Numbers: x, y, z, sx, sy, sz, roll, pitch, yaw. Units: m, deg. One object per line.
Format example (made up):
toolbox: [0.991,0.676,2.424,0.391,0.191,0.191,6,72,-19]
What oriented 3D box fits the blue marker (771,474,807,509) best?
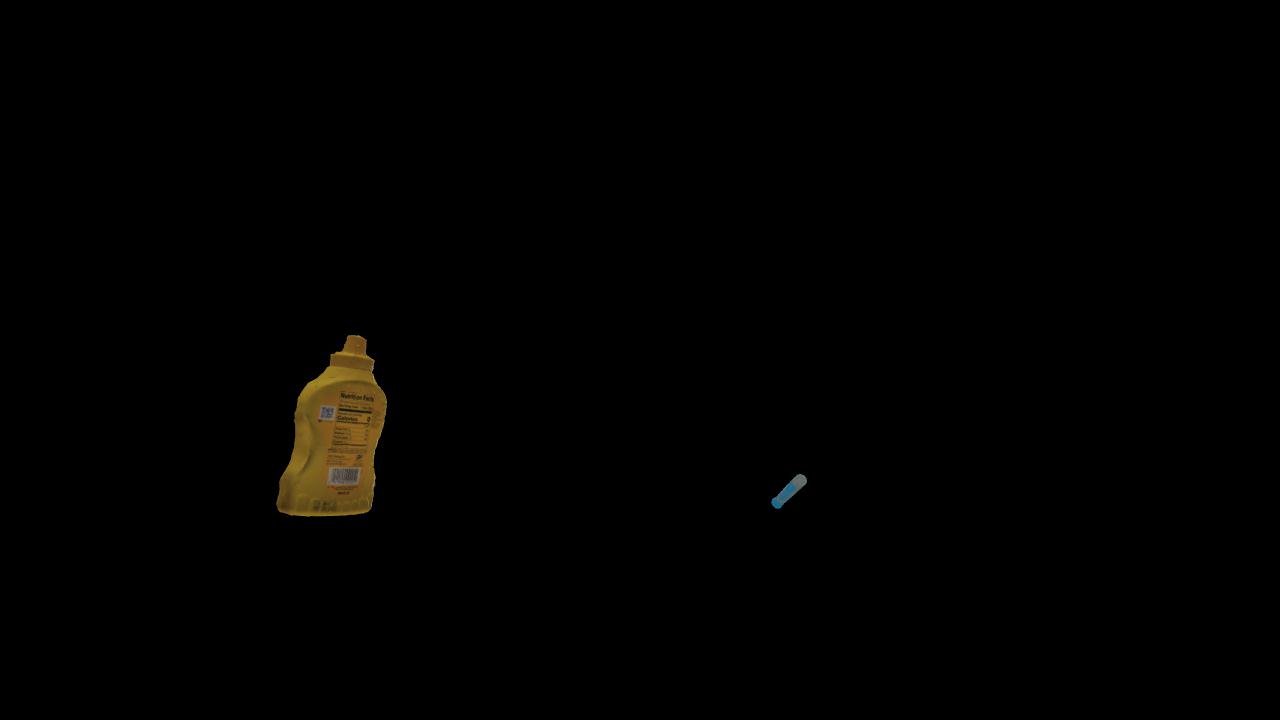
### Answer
blue marker: [0.239,0.215,0.994,0.020,0.020,0.121,0,-31,-10]

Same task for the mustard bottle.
mustard bottle: [-0.308,0.064,0.635,0.054,0.184,0.092,1,-9,41]
